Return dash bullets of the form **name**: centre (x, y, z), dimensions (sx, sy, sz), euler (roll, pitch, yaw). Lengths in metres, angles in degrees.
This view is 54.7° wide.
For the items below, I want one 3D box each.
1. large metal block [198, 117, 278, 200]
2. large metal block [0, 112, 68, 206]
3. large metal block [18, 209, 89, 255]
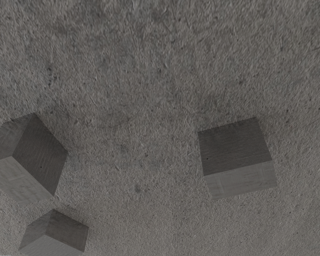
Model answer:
- **large metal block**: centre (0.098, 0.039, 0.405), dimensions (0.080, 0.080, 0.050), euler (-15, 129, 12)
- **large metal block**: centre (-0.173, 0.040, 0.404), dimensions (0.050, 0.080, 0.080), euler (-17, 128, 14)
- **large metal block**: centre (-0.190, 0.200, 0.559), dimensions (0.080, 0.050, 0.080), euler (-35, 122, 25)
